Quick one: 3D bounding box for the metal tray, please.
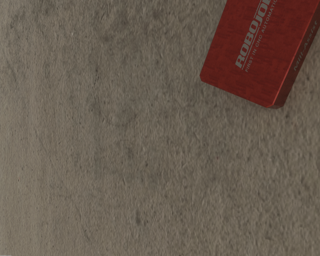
[{"bbox_3d":[0.104,-0.095,0.315,0.090,0.030,0.129,30,109,35],"label":"metal tray"}]
